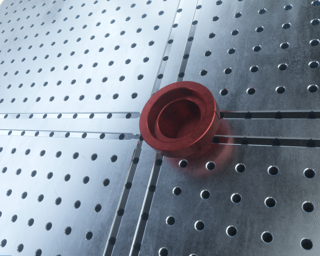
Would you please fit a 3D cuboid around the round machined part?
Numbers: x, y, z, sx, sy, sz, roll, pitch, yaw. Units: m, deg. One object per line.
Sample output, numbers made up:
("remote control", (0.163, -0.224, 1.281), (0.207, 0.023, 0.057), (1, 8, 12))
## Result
("round machined part", (0.027, -0.007, 0.386), (0.098, 0.042, 0.098), (-13, 56, 20))
